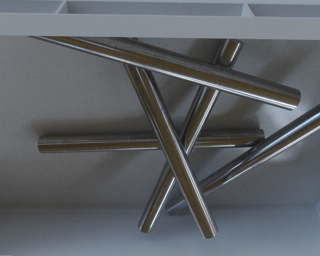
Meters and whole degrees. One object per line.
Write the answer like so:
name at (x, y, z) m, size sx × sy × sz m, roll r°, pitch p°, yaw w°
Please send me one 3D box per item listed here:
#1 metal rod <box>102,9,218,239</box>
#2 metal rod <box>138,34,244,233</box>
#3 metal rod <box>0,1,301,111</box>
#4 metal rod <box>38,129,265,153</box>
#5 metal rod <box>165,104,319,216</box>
metal rod at (0.010, 0.013, 0.366) m, size 0.025 × 0.025 × 0.299 m, roll -18°, pitch 112°, yaw 15°
metal rod at (0.028, 0.027, 0.399) m, size 0.025 × 0.025 × 0.298 m, roll 15°, pitch 119°, yaw -13°
metal rod at (0.005, -0.066, 0.310) m, size 0.302 × 0.025 × 0.025 m, roll 13°, pitch 129°, yaw -13°
metal rod at (-0.012, 0.018, 0.423) m, size 0.302 × 0.025 × 0.025 m, roll -2°, pitch 130°, yaw 1°
metal rod at (0.105, 0.058, 0.433) m, size 0.025 × 0.025 × 0.299 m, roll 28°, pitch 132°, yaw -22°
